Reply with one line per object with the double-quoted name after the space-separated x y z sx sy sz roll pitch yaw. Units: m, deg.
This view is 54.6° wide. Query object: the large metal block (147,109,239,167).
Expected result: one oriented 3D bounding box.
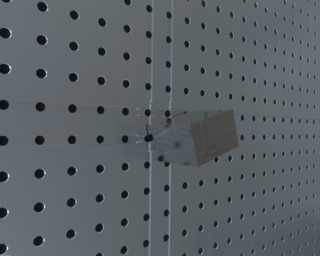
0.043 0.010 0.409 0.081 0.080 0.050 -19 103 -38 "large metal block"
